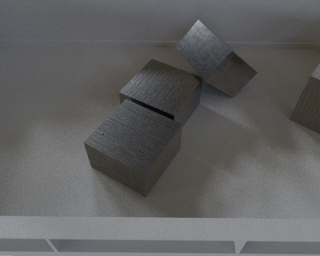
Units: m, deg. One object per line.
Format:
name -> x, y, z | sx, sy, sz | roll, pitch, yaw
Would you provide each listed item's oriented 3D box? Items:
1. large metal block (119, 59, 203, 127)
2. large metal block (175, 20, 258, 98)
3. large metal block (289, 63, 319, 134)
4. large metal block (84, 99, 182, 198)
large metal block -> 0.003, -0.041, 0.423 | 0.080, 0.050, 0.080 | 24, 54, 19
large metal block -> 0.081, -0.097, 0.445 | 0.080, 0.050, 0.080 | 18, 31, -48
large metal block -> 0.228, -0.033, 0.400 | 0.080, 0.080, 0.050 | 31, 57, 23
large metal block -> -0.029, 0.022, 0.370 | 0.080, 0.050, 0.080 | 25, 54, 19
